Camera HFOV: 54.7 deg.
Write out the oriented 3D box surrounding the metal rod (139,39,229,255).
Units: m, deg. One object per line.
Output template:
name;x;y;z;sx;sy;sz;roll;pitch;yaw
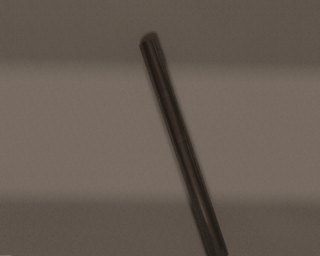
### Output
metal rod;0.032;0.029;0.411;0.025;0.025;0.298;-19;90;0
